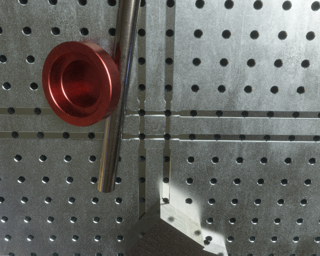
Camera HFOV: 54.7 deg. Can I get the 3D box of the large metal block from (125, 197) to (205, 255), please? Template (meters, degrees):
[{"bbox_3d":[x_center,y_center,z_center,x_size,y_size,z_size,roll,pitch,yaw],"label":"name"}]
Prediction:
[{"bbox_3d":[0.007,0.165,0.461,0.080,0.050,0.080,37,106,-13],"label":"large metal block"}]

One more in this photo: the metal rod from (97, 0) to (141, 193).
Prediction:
[{"bbox_3d":[-0.052,-0.052,0.393,0.025,0.025,0.298,9,110,-4],"label":"metal rod"}]

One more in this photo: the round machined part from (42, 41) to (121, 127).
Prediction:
[{"bbox_3d":[-0.088,-0.054,0.370,0.098,0.042,0.097,7,107,23],"label":"round machined part"}]

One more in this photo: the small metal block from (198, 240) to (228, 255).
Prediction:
[{"bbox_3d":[0.073,0.209,0.492,0.050,0.025,0.050,22,108,-9],"label":"small metal block"}]
